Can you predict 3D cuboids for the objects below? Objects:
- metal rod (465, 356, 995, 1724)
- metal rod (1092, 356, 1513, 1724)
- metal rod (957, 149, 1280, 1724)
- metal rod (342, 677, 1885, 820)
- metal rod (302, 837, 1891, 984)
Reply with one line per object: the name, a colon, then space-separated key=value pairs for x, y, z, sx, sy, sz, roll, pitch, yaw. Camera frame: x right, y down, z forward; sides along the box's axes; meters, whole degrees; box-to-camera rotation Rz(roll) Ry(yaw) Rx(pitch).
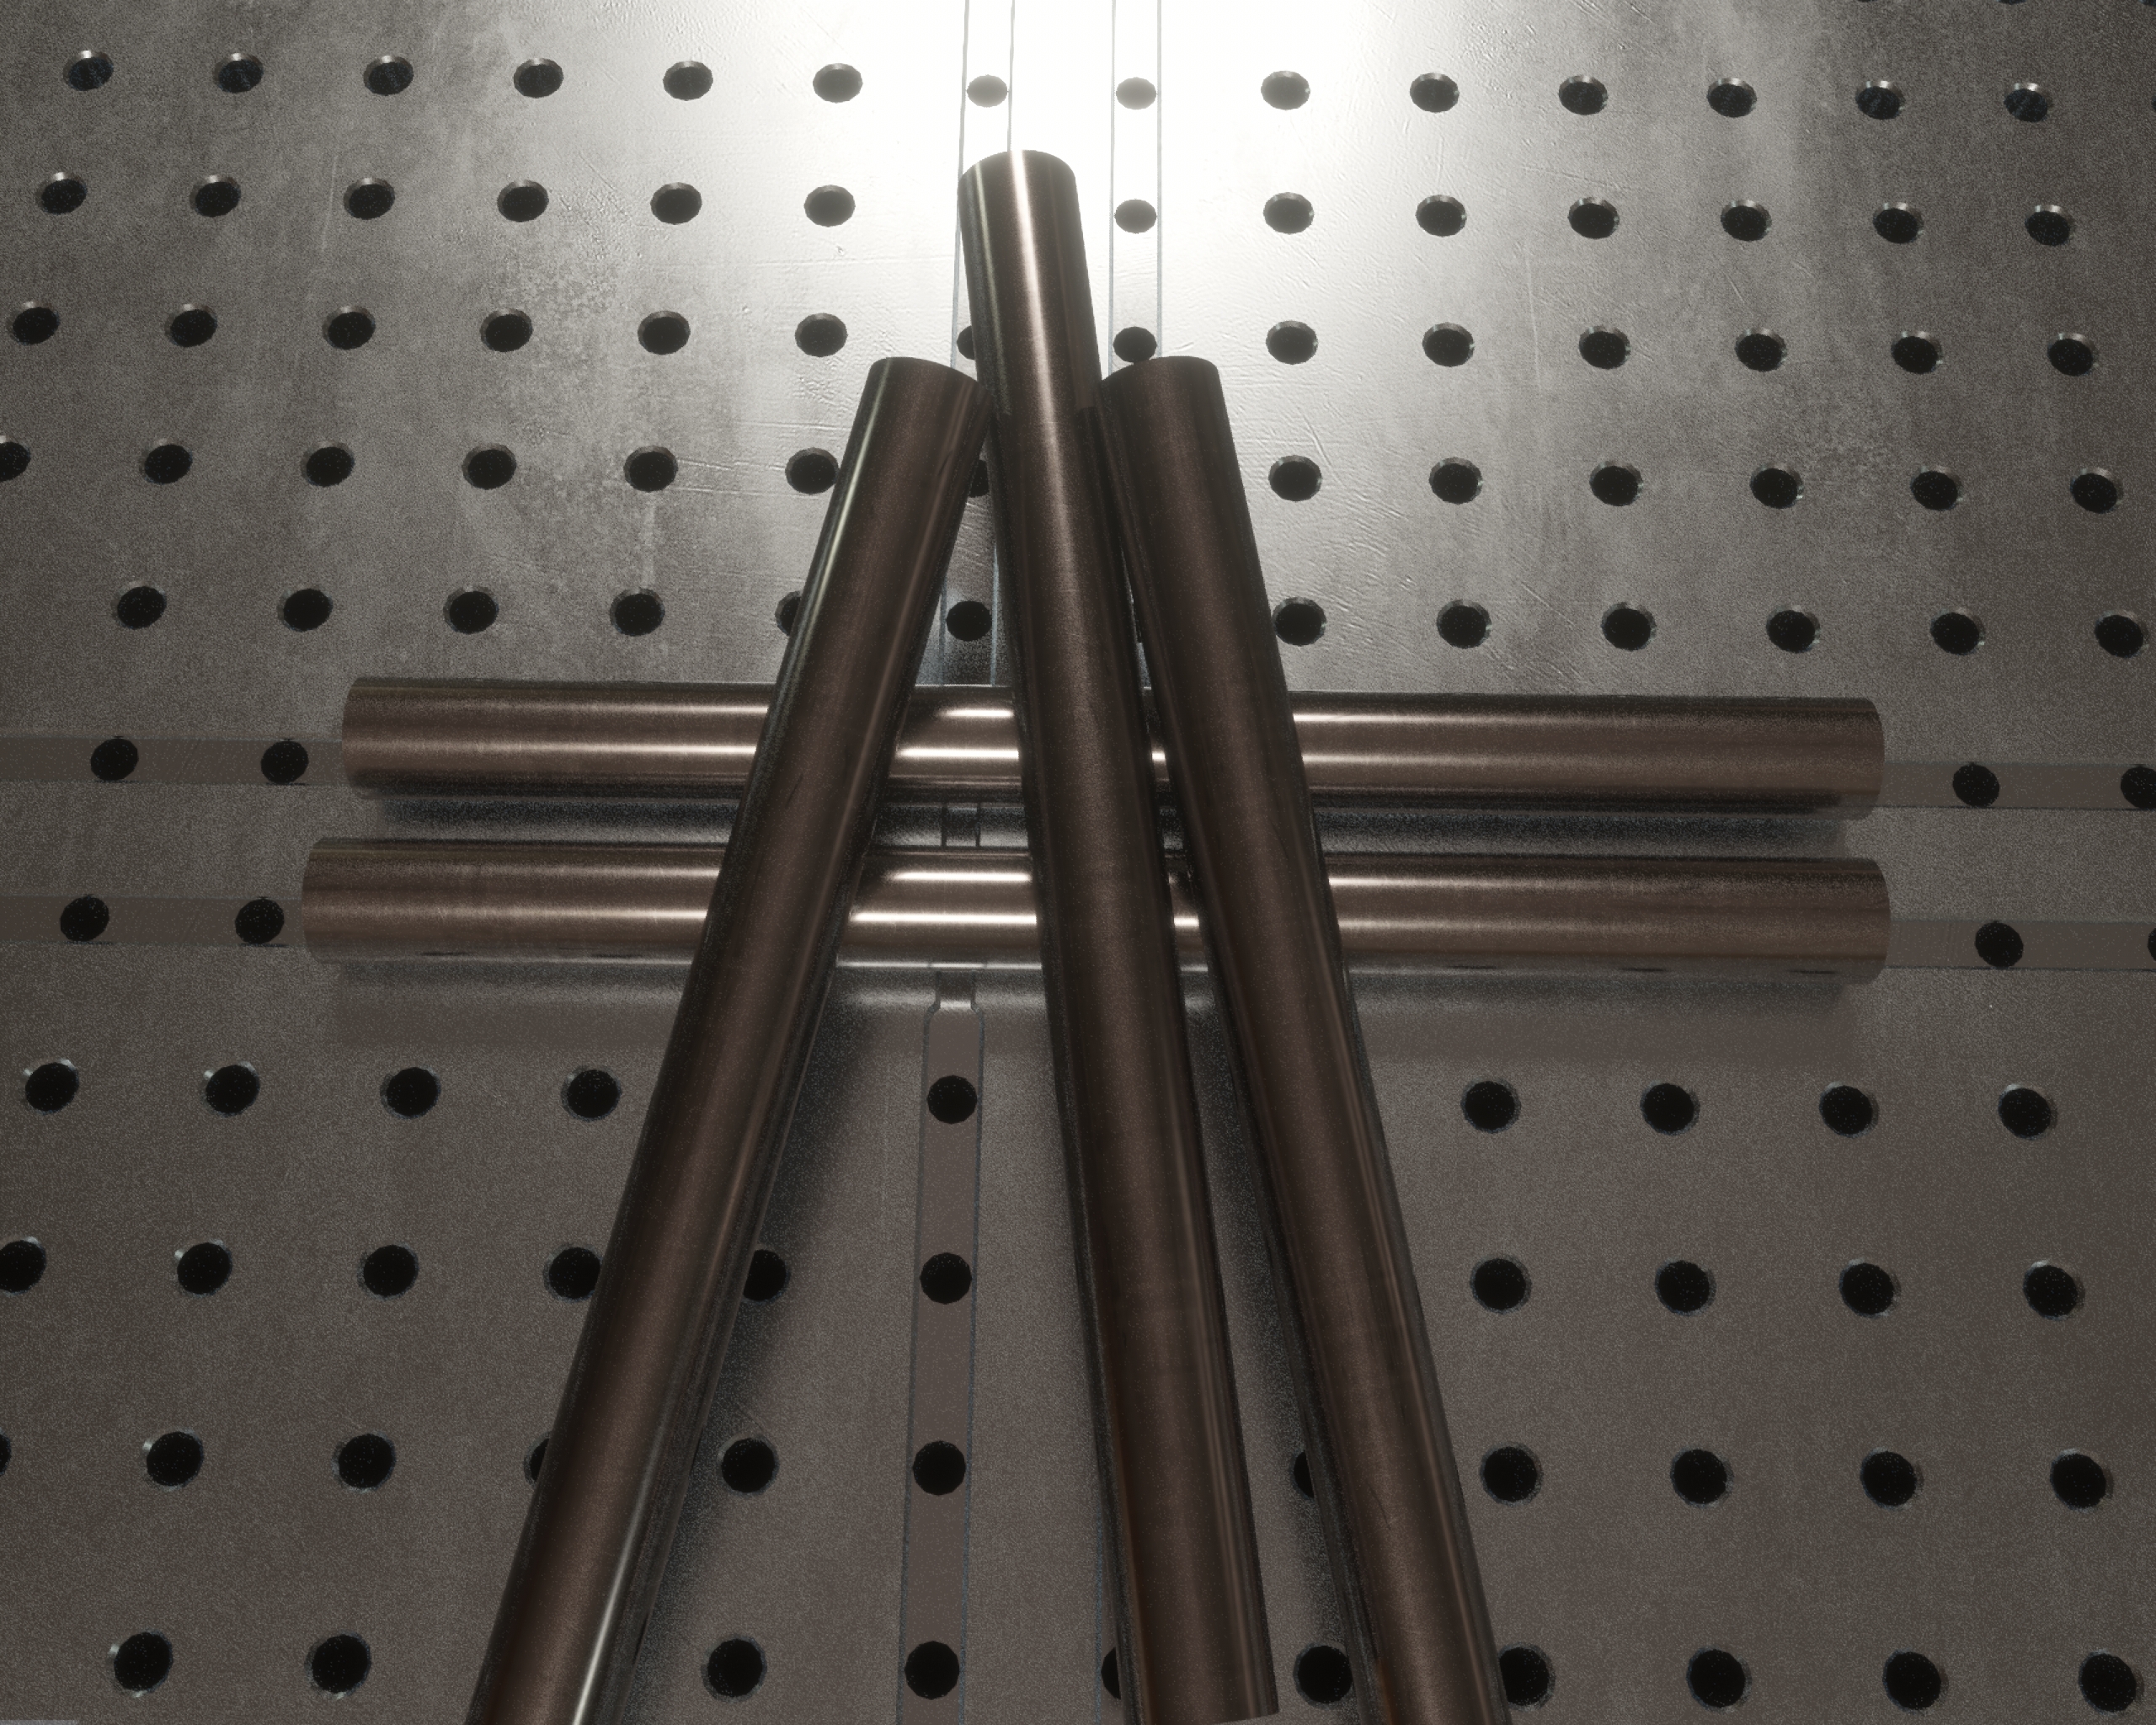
metal rod: x=-0.065 y=0.049 z=0.374 sx=0.025 sy=0.025 sz=0.299 roll=14 pitch=77 yaw=4
metal rod: x=0.042 y=0.050 z=0.374 sx=0.025 sy=0.025 sz=0.299 roll=-10 pitch=77 yaw=-4
metal rod: x=0.004 y=-0.001 z=0.386 sx=0.025 sy=0.025 sz=0.299 roll=-6 pitch=70 yaw=-3
metal rod: x=0.007 y=-0.023 z=0.420 sx=0.302 sy=0.025 sz=0.025 roll=1 pitch=70 yaw=0
metal rod: x=0.004 y=0.009 z=0.409 sx=0.302 sy=0.025 sz=0.025 roll=1 pitch=70 yaw=0
